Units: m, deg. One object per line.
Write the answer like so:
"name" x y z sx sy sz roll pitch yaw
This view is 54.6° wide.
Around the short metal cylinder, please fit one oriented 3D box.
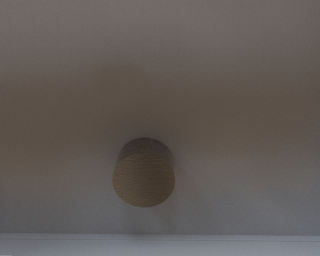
"short metal cylinder" -0.021 0.059 0.420 0.080 0.050 0.079 0 110 0
